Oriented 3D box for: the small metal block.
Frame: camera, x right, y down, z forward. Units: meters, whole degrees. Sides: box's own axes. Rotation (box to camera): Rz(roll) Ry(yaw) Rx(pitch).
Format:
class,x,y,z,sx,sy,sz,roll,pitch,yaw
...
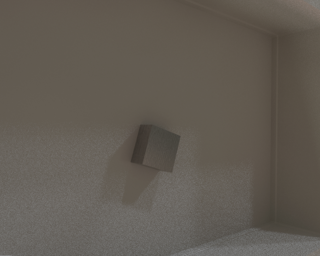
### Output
class,x,y,z,sx,sy,sz,roll,pitch,yaw
small metal block,-0.005,0.027,0.402,0.050,0.025,0.050,22,76,-38
